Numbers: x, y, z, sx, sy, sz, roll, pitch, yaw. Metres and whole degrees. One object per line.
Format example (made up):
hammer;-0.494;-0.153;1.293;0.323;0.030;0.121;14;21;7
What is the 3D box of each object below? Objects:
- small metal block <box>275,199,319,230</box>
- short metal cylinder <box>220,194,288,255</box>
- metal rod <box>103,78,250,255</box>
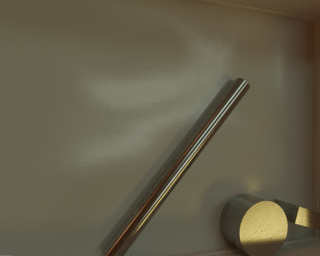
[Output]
small metal block;0.212;0.133;0.478;0.050;0.050;0.025;18;84;-20
short metal cylinder;0.135;0.140;0.449;0.081;0.050;0.079;0;90;-20
metal rod;0.030;0.048;0.422;0.025;0.025;0.300;43;76;-16
